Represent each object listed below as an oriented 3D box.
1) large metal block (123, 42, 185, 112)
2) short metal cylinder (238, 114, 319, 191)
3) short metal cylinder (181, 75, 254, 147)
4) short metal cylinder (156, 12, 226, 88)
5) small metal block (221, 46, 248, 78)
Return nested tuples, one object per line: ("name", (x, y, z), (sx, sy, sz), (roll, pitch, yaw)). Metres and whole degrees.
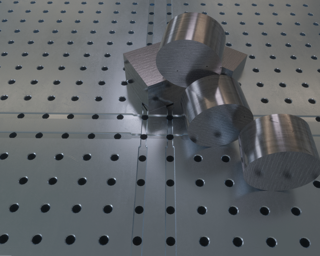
("large metal block", (0.001, -0.080, 0.459), (0.081, 0.050, 0.080), (-22, 54, -18))
("short metal cylinder", (0.132, 0.029, 0.348), (0.080, 0.080, 0.050), (3, 50, 2))
("short metal cylinder", (0.070, -0.020, 0.389), (0.081, 0.080, 0.050), (-6, 51, -5))
("short metal cylinder", (0.040, -0.095, 0.388), (0.080, 0.080, 0.050), (9, 57, 8))
("small metal block", (0.104, -0.104, 0.496), (0.050, 0.025, 0.050), (29, 56, 22))
